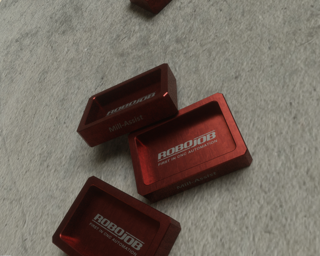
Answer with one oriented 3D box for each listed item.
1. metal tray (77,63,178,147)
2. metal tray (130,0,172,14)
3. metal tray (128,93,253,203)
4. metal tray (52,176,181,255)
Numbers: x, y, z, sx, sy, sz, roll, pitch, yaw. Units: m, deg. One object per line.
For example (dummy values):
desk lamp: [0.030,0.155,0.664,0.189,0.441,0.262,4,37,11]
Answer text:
metal tray: [-0.042,-0.032,0.420,0.130,0.030,0.090,-21,33,16]
metal tray: [0.007,-0.273,0.562,0.130,0.030,0.090,-45,51,-4]
metal tray: [0.031,0.023,0.369,0.130,0.030,0.090,-24,53,13]
metal tray: [-0.052,0.120,0.353,0.130,0.030,0.090,19,71,35]
